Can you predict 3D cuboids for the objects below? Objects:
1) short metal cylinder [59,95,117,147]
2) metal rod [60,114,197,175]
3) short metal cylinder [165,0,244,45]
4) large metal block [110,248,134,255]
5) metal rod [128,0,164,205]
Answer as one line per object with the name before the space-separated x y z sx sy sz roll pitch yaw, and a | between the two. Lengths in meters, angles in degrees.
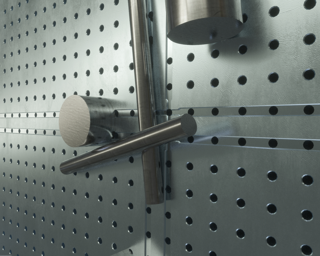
short metal cylinder | -0.115 -0.011 0.488 0.080 0.050 0.079 0 90 40
metal rod | -0.067 0.033 0.439 0.299 0.025 0.025 -21 77 46
short metal cylinder | 0.047 -0.127 0.335 0.080 0.081 0.050 -8 85 40
large metal block | -0.059 0.236 0.442 0.080 0.050 0.080 47 118 30
metal rod | -0.021 -0.048 0.426 0.025 0.025 0.298 -9 84 39
